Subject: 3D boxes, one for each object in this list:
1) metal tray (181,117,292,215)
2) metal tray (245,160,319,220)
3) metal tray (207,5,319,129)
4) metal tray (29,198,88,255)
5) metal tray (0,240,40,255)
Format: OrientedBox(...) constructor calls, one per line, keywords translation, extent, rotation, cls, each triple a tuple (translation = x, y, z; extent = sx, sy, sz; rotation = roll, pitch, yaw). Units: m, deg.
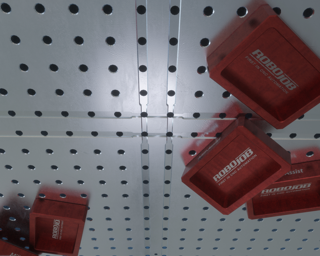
OrientedBox(translation=(0.104, 0.057, 0.437), extent=(0.090, 0.030, 0.129), rotation=(39, 122, -4), cls="metal tray")
OrientedBox(translation=(0.201, 0.101, 0.495), extent=(0.130, 0.030, 0.090), rotation=(-11, 130, 9), cls="metal tray")
OrientedBox(translation=(0.130, -0.062, 0.355), extent=(0.130, 0.030, 0.090), rotation=(32, 123, -25), cls="metal tray")
OrientedBox(translation=(-0.186, 0.184, 0.562), extent=(0.091, 0.030, 0.129), rotation=(12, 129, -10), cls="metal tray")
OrientedBox(translation=(-0.276, 0.242, 0.587), extent=(0.130, 0.030, 0.090), rotation=(39, 146, -29), cls="metal tray")
